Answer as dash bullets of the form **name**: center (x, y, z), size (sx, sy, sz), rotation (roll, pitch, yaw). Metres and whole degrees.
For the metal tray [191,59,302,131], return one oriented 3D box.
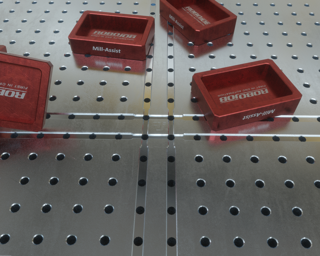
- **metal tray**: center (0.121, -0.051, 0.447), size (0.131, 0.030, 0.090), rotation (-13, 51, -11)

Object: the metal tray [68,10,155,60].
- **metal tray**: center (-0.081, -0.164, 0.541), size (0.131, 0.030, 0.090), rotation (8, 50, 6)

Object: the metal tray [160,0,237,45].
- **metal tray**: center (0.069, -0.213, 0.583), size (0.091, 0.030, 0.130), rotation (-24, 54, -19)

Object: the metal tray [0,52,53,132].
- **metal tray**: center (-0.207, -0.050, 0.383), size (0.131, 0.089, 0.030), rotation (9, 12, -16)

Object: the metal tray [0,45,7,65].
- **metal tray**: center (-0.290, -0.089, 0.448), size (0.091, 0.030, 0.130), rotation (1, 30, -3)
